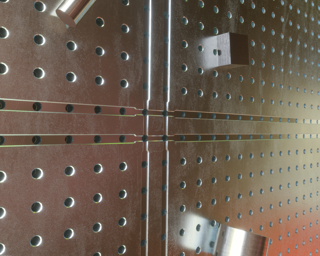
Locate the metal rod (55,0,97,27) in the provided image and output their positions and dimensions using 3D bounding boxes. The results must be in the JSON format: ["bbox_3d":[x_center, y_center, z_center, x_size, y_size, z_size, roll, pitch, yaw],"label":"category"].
[{"bbox_3d":[-0.023,-0.238,0.368,0.025,0.025,0.300,42,71,-32],"label":"metal rod"}]

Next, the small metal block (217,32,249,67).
[{"bbox_3d":[0.122,-0.128,0.514,0.050,0.025,0.050,-7,95,-40],"label":"small metal block"}]

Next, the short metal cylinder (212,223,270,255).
[{"bbox_3d":[0.125,0.185,0.482,0.080,0.080,0.050,26,74,-38],"label":"short metal cylinder"}]
